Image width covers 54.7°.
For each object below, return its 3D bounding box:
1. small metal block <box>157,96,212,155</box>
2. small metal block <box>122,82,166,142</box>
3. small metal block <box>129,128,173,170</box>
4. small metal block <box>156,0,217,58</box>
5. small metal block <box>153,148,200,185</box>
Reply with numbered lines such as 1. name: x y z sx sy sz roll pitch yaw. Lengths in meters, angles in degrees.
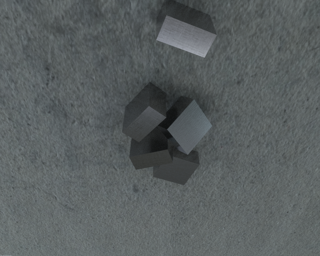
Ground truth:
1. small metal block: 0.031 -0.004 0.388 0.050 0.025 0.050 -48 125 -13
2. small metal block: -0.019 -0.019 0.374 0.025 0.050 0.050 33 123 -25
3. small metal block: -0.011 0.024 0.411 0.050 0.050 0.025 -12 129 11
4. small metal block: 0.024 -0.100 0.306 0.050 0.050 0.025 17 128 -14
5. small metal block: 0.023 0.053 0.453 0.050 0.025 0.050 18 128 -15
